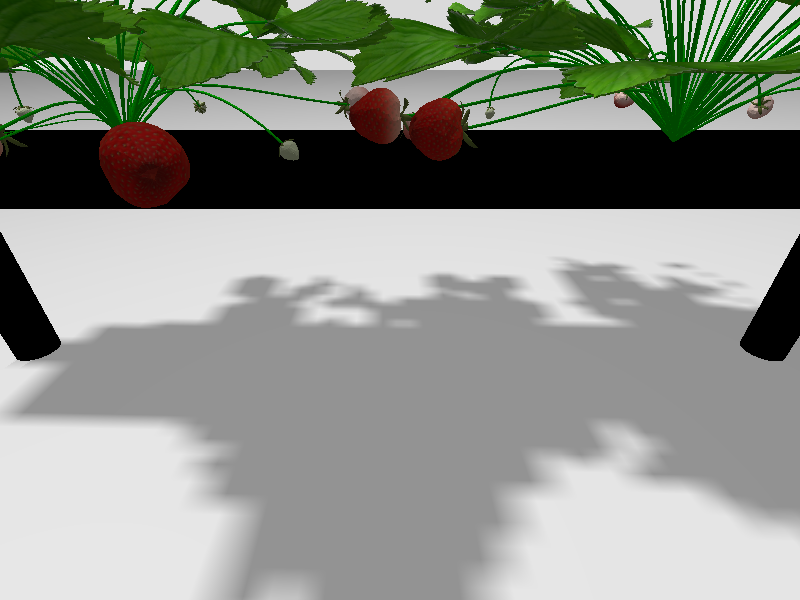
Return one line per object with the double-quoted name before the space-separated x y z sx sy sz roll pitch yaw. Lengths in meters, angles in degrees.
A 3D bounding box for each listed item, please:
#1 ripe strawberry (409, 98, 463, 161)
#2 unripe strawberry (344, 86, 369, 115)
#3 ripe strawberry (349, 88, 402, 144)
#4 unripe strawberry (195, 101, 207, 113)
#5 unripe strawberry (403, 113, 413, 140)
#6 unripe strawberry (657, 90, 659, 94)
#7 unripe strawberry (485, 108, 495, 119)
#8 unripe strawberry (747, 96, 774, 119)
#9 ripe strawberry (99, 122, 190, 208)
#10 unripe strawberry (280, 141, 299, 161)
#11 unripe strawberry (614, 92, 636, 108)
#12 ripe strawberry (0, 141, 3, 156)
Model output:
"ripe strawberry" 0.023 -0.111 0.261 0.035 0.037 0.033 -11 33 -16
"unripe strawberry" -0.041 -0.210 0.427 0.037 0.032 0.037 -19 36 -29
"ripe strawberry" -0.020 -0.146 0.320 0.042 0.041 0.039 -1 31 0
"unripe strawberry" -0.244 -0.237 0.492 0.013 0.014 0.014 -3 19 -5
"unripe strawberry" 0.011 -0.142 0.330 0.020 0.019 0.018 28 28 -14
"unripe strawberry" 0.315 -0.255 0.496 0.011 0.010 0.010 13 34 20
"unripe strawberry" 0.098 -0.203 0.436 0.011 0.011 0.010 -27 41 -37
"unripe strawberry" 0.396 -0.211 0.439 0.022 0.023 0.021 -5 27 -41
"ripe strawberry" -0.114 -0.060 0.181 0.035 0.037 0.038 -19 37 -29
"unripe strawberry" -0.073 -0.098 0.266 0.013 0.013 0.012 -50 -2 39
"unripe strawberry" 0.296 -0.264 0.527 0.027 0.024 0.024 9 -15 14
"ripe strawberry" -0.274 -0.101 0.246 0.037 0.039 0.041 16 35 25
